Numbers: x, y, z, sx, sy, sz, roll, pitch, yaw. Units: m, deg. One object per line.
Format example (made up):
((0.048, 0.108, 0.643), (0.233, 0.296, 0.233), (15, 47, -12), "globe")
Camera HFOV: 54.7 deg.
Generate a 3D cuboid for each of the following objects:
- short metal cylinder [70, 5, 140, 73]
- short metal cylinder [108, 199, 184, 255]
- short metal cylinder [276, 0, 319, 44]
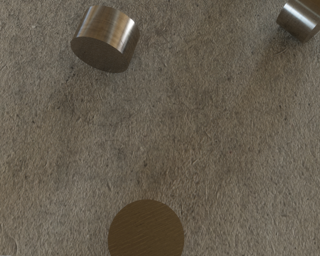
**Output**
((-0.073, -0.118, 0.421), (0.080, 0.080, 0.050), (16, 71, 5), "short metal cylinder")
((-0.014, 0.124, 0.349), (0.081, 0.050, 0.080), (0, 70, 0), "short metal cylinder")
((0.215, -0.168, 0.442), (0.080, 0.080, 0.050), (-41, 75, -13), "short metal cylinder")
